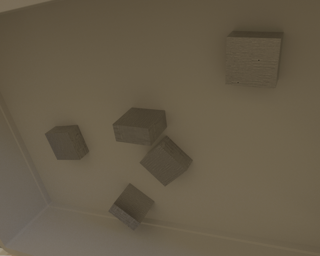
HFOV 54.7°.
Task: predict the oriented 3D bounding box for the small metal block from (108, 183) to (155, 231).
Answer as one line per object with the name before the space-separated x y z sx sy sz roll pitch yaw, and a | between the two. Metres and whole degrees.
small metal block | -0.045 0.124 0.491 0.050 0.050 0.025 36 129 3

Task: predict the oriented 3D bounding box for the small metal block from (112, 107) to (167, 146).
small metal block | -0.025 -0.003 0.402 0.050 0.050 0.025 7 121 24

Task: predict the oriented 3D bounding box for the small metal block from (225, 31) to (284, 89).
small metal block | 0.095 -0.070 0.315 0.050 0.025 0.050 9 122 23

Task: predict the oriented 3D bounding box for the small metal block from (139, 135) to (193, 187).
small metal block | 0.008 0.047 0.432 0.050 0.025 0.050 44 129 -3

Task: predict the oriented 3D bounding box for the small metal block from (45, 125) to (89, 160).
small metal block | -0.150 0.024 0.500 0.050 0.025 0.050 -3 117 29
